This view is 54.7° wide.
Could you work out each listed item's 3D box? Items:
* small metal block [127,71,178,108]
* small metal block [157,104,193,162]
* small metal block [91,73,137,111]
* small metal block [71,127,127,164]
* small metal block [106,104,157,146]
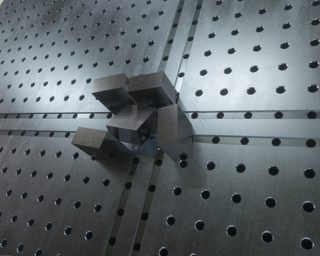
[{"bbox_3d":[-0.009,-0.049,0.426,0.050,0.050,0.025,-6,59,25],"label":"small metal block"},{"bbox_3d":[0.019,0.007,0.377,0.025,0.050,0.050,-13,57,21],"label":"small metal block"},{"bbox_3d":[-0.064,-0.052,0.456,0.050,0.050,0.025,-7,59,24],"label":"small metal block"},{"bbox_3d":[-0.082,0.023,0.419,0.050,0.050,0.025,7,66,31],"label":"small metal block"},{"bbox_3d":[-0.035,-0.006,0.417,0.050,0.025,0.050,9,42,31],"label":"small metal block"}]
